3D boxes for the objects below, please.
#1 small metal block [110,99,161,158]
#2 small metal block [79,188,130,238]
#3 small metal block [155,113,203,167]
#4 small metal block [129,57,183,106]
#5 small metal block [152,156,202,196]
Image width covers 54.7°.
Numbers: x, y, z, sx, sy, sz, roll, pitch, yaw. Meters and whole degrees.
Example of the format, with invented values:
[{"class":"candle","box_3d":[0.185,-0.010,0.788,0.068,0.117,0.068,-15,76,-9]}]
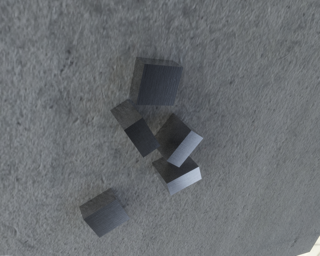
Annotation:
[{"class":"small metal block","box_3d":[-0.030,0.000,0.376,0.025,0.050,0.050,-35,129,-5]},{"class":"small metal block","box_3d":[-0.078,0.121,0.440,0.050,0.025,0.050,-31,129,-9]},{"class":"small metal block","box_3d":[0.022,0.015,0.414,0.025,0.050,0.050,32,100,-39]},{"class":"small metal block","box_3d":[-0.005,-0.055,0.371,0.050,0.025,0.050,-1,119,-29]},{"class":"small metal block","box_3d":[0.023,0.061,0.443,0.050,0.050,0.025,-26,128,-13]}]
